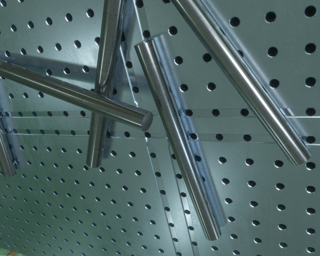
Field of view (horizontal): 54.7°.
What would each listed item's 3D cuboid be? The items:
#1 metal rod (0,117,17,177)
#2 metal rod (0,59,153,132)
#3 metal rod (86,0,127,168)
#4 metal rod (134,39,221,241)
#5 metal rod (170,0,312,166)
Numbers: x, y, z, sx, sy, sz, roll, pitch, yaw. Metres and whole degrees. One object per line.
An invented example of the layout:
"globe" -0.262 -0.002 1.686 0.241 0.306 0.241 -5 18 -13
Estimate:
"metal rod" -0.301 -0.036 0.543 0.025 0.025 0.298 13 124 20
"metal rod" -0.143 -0.055 0.426 0.301 0.025 0.025 20 126 24
"metal rod" -0.073 -0.060 0.410 0.025 0.025 0.298 25 127 12
"metal rod" 0.031 0.031 0.412 0.025 0.025 0.298 -7 115 31
"metal rod" 0.065 -0.081 0.325 0.025 0.025 0.300 -32 101 38
